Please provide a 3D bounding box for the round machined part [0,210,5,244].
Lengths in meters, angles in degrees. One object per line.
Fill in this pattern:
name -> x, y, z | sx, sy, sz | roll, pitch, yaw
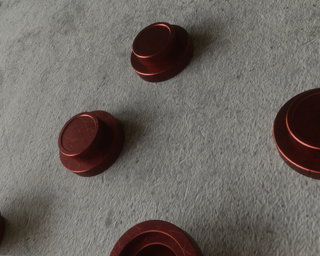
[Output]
round machined part -> -0.262, 0.150, 0.439 | 0.098, 0.042, 0.098 | -13, 56, 21

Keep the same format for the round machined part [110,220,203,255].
round machined part -> -0.001, 0.145, 0.305 | 0.098, 0.042, 0.098 | -13, 56, 21

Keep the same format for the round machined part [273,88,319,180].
round machined part -> 0.164, -0.001, 0.307 | 0.098, 0.042, 0.098 | -13, 56, 21

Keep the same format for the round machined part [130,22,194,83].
round machined part -> -0.002, -0.121, 0.468 | 0.098, 0.042, 0.098 | -13, 56, 21

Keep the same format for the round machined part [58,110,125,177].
round machined part -> -0.103, 0.016, 0.437 | 0.098, 0.042, 0.098 | -13, 56, 21
